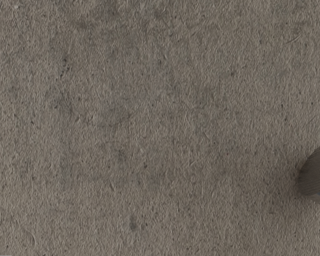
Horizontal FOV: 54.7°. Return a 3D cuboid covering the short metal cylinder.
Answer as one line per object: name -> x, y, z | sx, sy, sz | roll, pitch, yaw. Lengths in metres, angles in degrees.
short metal cylinder -> 0.220, 0.062, 0.385 | 0.050, 0.080, 0.080 | 31, 90, 0
